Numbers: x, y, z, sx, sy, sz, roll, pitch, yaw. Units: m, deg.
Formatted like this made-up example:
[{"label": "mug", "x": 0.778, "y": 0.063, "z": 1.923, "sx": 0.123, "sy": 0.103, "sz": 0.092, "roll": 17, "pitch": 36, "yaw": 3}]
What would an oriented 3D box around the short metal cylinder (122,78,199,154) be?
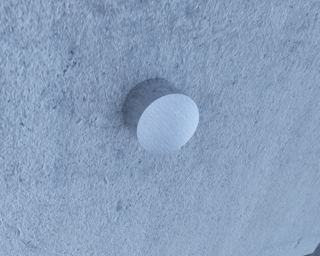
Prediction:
[{"label": "short metal cylinder", "x": 0.000, "y": -0.015, "z": 0.381, "sx": 0.081, "sy": 0.050, "sz": 0.080, "roll": -14, "pitch": 124, "yaw": -21}]
